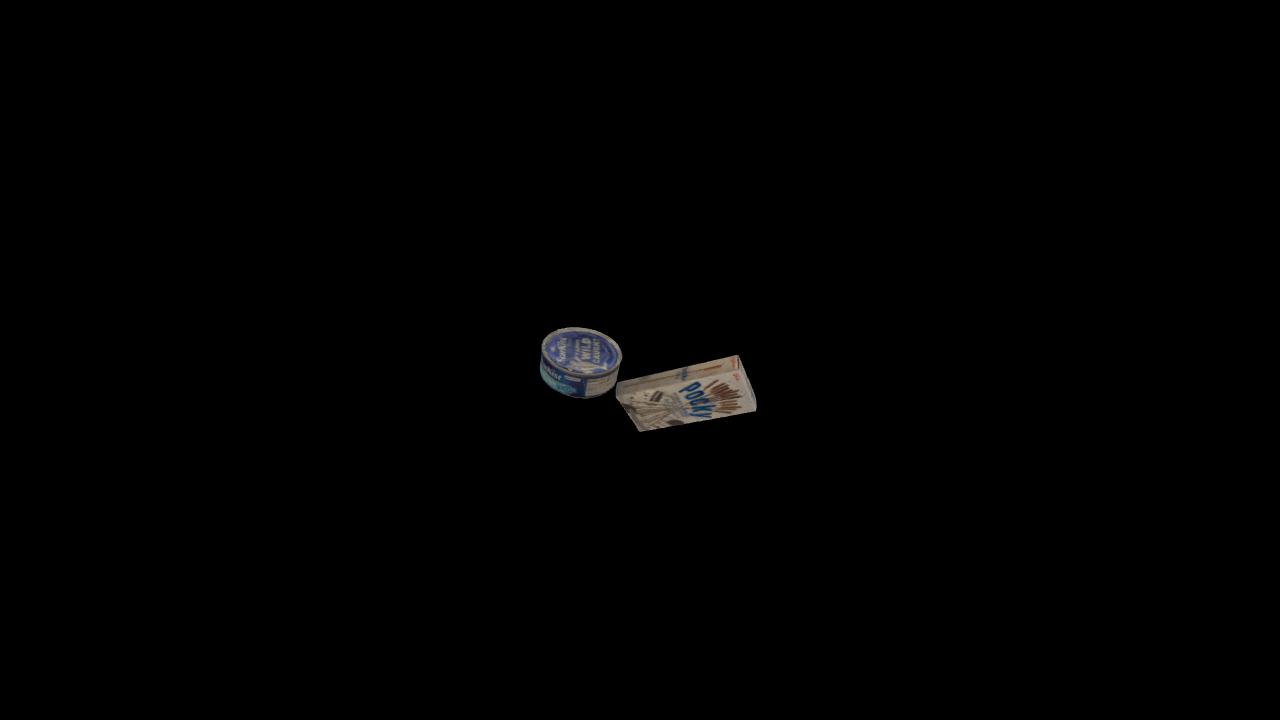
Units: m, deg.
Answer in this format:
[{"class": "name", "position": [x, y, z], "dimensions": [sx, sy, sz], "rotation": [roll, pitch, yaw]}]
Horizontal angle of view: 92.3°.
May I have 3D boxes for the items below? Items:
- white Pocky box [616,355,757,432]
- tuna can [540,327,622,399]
[{"class": "white Pocky box", "position": [0.056, 0.043, 0.745], "dimensions": [0.154, 0.028, 0.084], "rotation": [-13, -44, 18]}, {"class": "tuna can", "position": [-0.063, 0.002, 0.644], "dimensions": [0.084, 0.034, 0.084], "rotation": [9, 35, -7]}]
